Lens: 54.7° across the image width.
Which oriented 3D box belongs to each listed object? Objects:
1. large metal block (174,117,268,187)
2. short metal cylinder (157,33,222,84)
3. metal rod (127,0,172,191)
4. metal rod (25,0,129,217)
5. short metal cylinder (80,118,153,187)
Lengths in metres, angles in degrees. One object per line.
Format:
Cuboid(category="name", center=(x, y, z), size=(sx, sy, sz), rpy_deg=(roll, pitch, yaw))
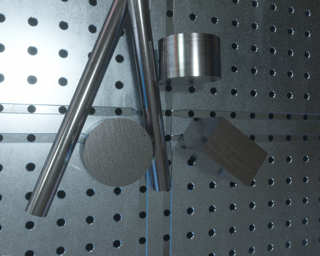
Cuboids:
Cuboid(category="large metal block", center=(0.079, 0.029, 0.412), size=(0.080, 0.080, 0.050), rpy_deg=(37, 78, -17))
Cuboid(category="short metal cylinder", center=(0.037, -0.086, 0.397), size=(0.081, 0.080, 0.050), rpy_deg=(-3, 91, -20))
Cuboid(category="metal rod", center=(-0.016, -0.066, 0.390), size=(0.025, 0.025, 0.298), rpy_deg=(-11, 100, -20))
Cuboid(category="metal rod", center=(-0.092, -0.040, 0.378), size=(0.025, 0.025, 0.299), rpy_deg=(23, 82, -19))
Cuboid(category="short metal cylinder", center=(-0.055, 0.028, 0.379), size=(0.081, 0.050, 0.079), rpy_deg=(0, 90, -20))
